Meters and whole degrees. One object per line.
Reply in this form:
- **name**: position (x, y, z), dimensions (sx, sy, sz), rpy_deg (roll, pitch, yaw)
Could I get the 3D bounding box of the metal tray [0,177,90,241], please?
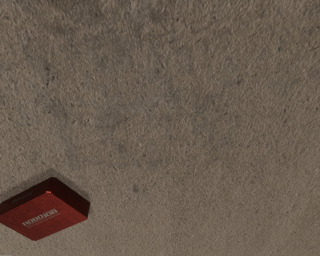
- **metal tray**: position (-0.196, 0.140, 0.520), dimensions (0.130, 0.030, 0.090), rpy_deg (-27, 126, 20)
